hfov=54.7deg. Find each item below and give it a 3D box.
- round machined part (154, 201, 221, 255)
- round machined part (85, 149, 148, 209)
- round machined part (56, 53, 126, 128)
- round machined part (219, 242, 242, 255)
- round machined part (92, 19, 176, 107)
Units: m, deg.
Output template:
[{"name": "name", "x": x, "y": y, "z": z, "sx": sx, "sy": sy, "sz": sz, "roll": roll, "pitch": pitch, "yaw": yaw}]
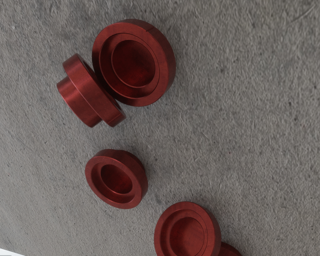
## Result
[{"name": "round machined part", "x": 0.043, "y": 0.159, "z": 0.448, "sx": 0.098, "sy": 0.098, "sz": 0.042, "roll": -9, "pitch": 153, "yaw": 32}, {"name": "round machined part", "x": -0.062, "y": 0.073, "z": 0.473, "sx": 0.098, "sy": 0.042, "sz": 0.097, "roll": 13, "pitch": 124, "yaw": 21}, {"name": "round machined part", "x": -0.087, "y": -0.039, "z": 0.379, "sx": 0.042, "sy": 0.098, "sz": 0.098, "roll": -37, "pitch": 100, "yaw": 0}, {"name": "round machined part", "x": 0.092, "y": 0.215, "z": 0.481, "sx": 0.098, "sy": 0.042, "sz": 0.097, "roll": 13, "pitch": 124, "yaw": 21}, {"name": "round machined part", "x": -0.026, "y": -0.078, "z": 0.362, "sx": 0.098, "sy": 0.042, "sz": 0.097, "roll": 13, "pitch": 124, "yaw": 21}]
